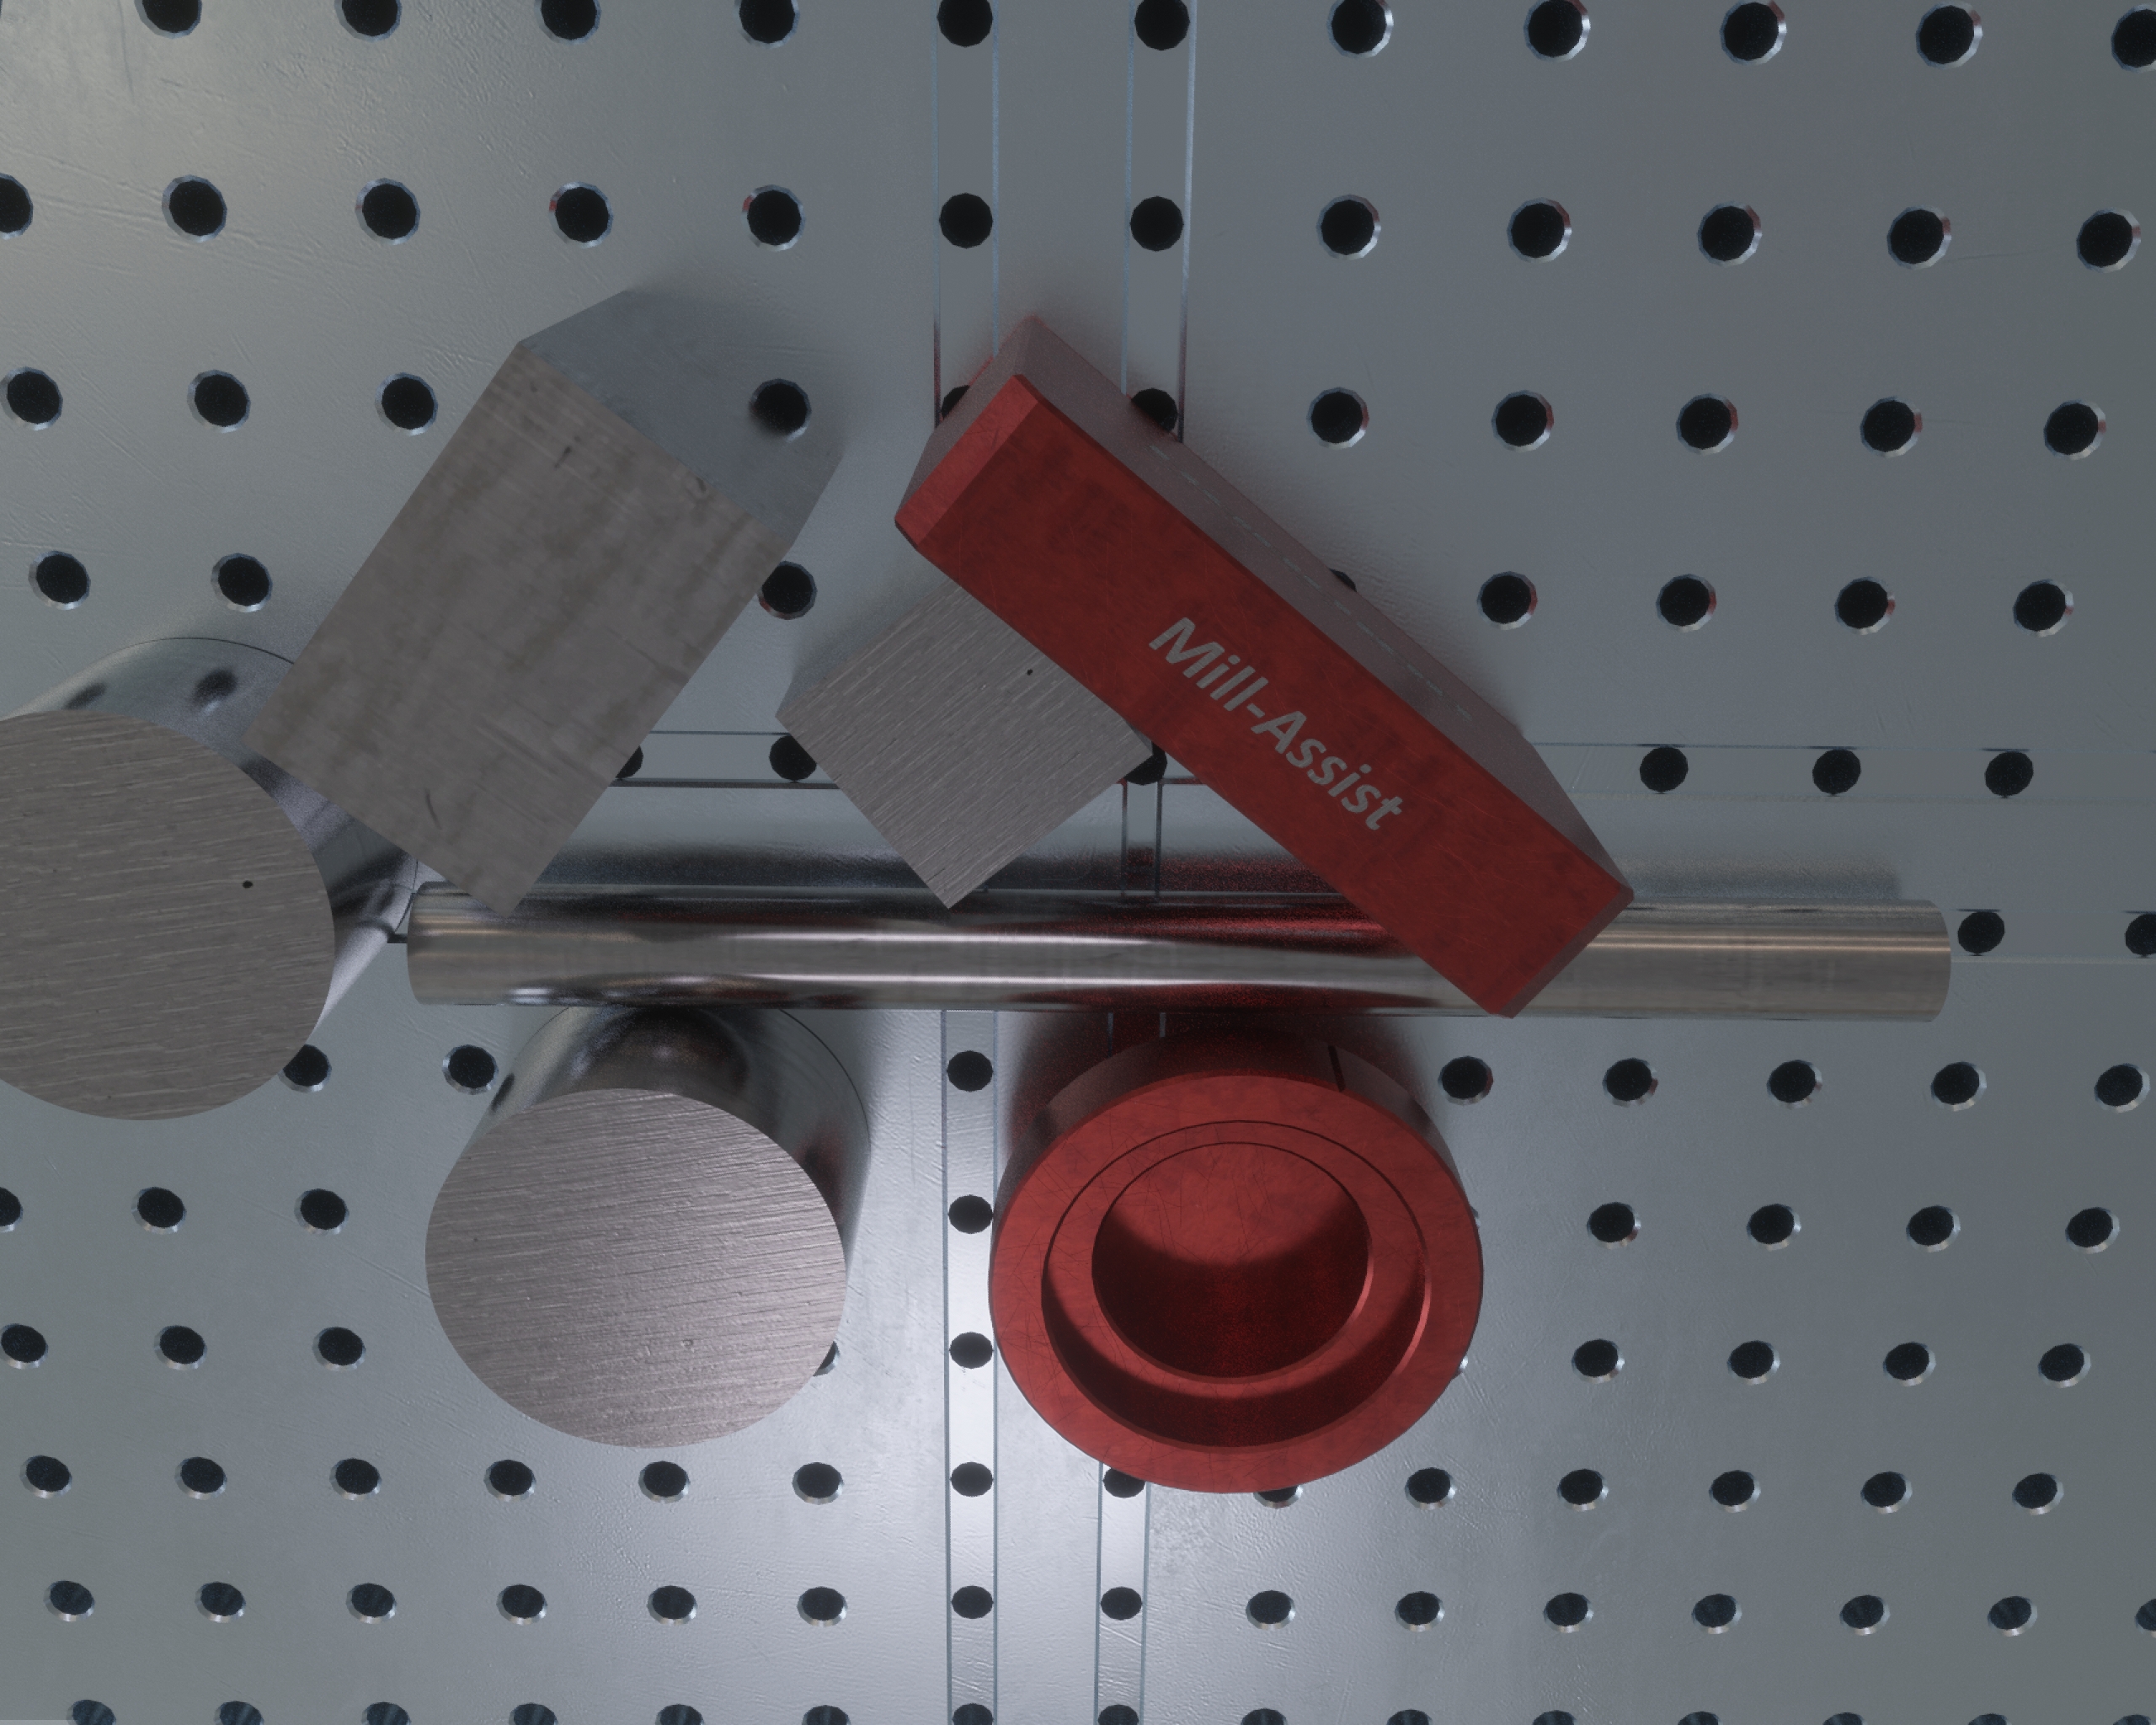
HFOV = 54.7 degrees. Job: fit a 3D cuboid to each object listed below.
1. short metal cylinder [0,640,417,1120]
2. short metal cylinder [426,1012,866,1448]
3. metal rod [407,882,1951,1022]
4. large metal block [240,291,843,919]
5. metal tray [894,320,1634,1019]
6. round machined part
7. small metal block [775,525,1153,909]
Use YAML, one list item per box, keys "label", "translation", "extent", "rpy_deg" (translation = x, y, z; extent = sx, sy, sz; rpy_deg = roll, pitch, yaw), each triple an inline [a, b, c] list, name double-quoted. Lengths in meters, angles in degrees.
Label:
- label: "short metal cylinder"
  translation: [-0.174, 0.002, 0.399]
  extent: [0.081, 0.050, 0.079]
  rpy_deg: [0, 110, 0]
- label: "short metal cylinder"
  translation: [-0.085, 0.071, 0.425]
  extent: [0.081, 0.050, 0.079]
  rpy_deg: [0, 110, 0]
- label: "metal rod"
  translation: [0.020, 0.018, 0.420]
  extent: [0.302, 0.025, 0.025]
  rpy_deg: [1, 110, -1]
- label: "large metal block"
  translation: [-0.089, -0.048, 0.366]
  extent: [0.050, 0.080, 0.080]
  rpy_deg: [37, 106, -13]
- label: "metal tray"
  translation: [0.031, -0.037, 0.365]
  extent: [0.130, 0.090, 0.030]
  rpy_deg: [38, 106, -13]
- label: "round machined part"
  translation: [0.031, 0.078, 0.433]
  extent: [0.099, 0.042, 0.097]
  rpy_deg: [0, 110, 0]
- label: "small metal block"
  translation: [-0.021, -0.028, 0.403]
  extent: [0.050, 0.025, 0.050]
  rpy_deg: [-37, 106, 12]
